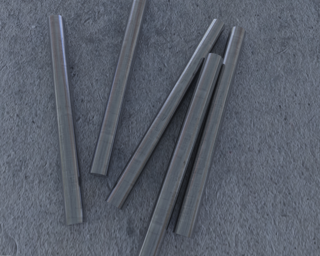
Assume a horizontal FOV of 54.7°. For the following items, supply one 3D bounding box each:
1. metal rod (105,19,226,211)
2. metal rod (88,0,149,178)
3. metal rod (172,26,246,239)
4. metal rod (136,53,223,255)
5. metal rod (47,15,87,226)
[{"bbox_3d":[0.015,-0.030,0.419,0.025,0.025,0.300,27,72,9],"label":"metal rod"},{"bbox_3d":[-0.052,-0.080,0.436,0.025,0.025,0.299,9,70,3],"label":"metal rod"},{"bbox_3d":[0.071,-0.008,0.411,0.025,0.025,0.299,16,71,6],"label":"metal rod"},{"bbox_3d":[0.025,0.038,0.386,0.025,0.025,0.299,18,74,6],"label":"metal rod"},{"bbox_3d":[-0.128,-0.024,0.415,0.025,0.025,0.299,-10,70,-4],"label":"metal rod"}]
